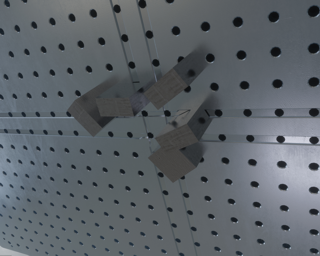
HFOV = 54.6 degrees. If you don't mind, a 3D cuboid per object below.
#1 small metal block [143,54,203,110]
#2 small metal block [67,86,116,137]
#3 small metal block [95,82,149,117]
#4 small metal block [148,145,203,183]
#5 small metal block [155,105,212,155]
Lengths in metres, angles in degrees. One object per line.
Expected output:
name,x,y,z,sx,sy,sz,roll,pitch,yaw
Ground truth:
small metal block,0.016,-0.053,0.354,0.025,0.050,0.050,49,129,-6
small metal block,-0.089,-0.024,0.428,0.050,0.050,0.025,46,129,-4
small metal block,-0.045,-0.037,0.397,0.050,0.050,0.025,2,119,27
small metal block,0.020,0.040,0.426,0.050,0.025,0.050,45,129,-4
small metal block,0.029,0.002,0.381,0.050,0.050,0.025,-26,104,37
